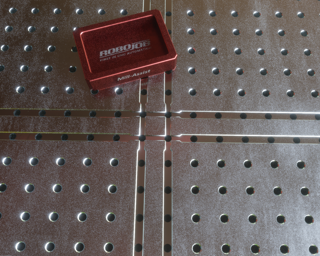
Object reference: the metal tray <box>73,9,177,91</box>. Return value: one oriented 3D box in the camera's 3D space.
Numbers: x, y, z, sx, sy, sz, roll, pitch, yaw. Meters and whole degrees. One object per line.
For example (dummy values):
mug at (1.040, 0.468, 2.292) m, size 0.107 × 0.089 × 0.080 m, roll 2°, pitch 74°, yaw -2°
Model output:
metal tray at (-0.050, -0.115, 0.450) m, size 0.131 × 0.030 × 0.090 m, roll -16°, pitch 71°, yaw -7°
